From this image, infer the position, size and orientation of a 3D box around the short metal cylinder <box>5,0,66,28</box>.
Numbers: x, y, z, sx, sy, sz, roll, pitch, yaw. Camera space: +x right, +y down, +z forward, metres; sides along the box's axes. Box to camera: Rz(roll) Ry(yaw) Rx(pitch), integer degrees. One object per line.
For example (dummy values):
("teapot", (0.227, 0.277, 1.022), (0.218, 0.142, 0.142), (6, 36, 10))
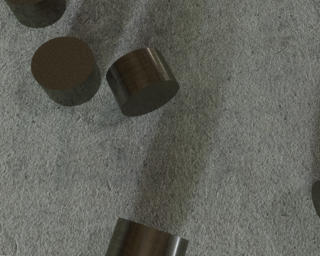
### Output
("short metal cylinder", (-0.189, -0.199, 0.466), (0.081, 0.050, 0.080), (0, 70, 0))

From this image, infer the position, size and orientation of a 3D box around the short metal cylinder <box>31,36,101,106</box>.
("short metal cylinder", (-0.125, -0.076, 0.422), (0.081, 0.050, 0.080), (0, 70, 0))

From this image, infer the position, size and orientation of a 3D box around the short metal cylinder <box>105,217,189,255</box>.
("short metal cylinder", (-0.015, 0.133, 0.330), (0.080, 0.080, 0.050), (17, 71, 6))

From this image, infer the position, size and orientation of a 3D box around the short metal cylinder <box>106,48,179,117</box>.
("short metal cylinder", (-0.022, -0.057, 0.399), (0.080, 0.080, 0.050), (-24, 72, -9))

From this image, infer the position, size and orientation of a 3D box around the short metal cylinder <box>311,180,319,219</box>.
("short metal cylinder", (0.220, 0.088, 0.348), (0.050, 0.080, 0.080), (-19, 71, -7))
